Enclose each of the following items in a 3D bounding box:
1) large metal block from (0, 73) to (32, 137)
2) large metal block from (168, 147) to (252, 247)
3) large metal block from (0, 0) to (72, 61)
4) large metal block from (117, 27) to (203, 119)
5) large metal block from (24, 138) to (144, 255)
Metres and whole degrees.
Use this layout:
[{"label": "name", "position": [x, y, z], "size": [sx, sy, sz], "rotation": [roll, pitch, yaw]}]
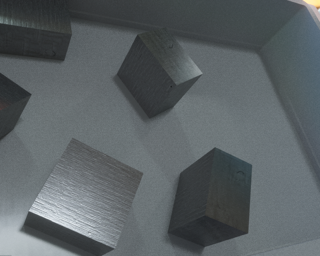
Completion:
[{"label": "large metal block", "position": [-0.184, -0.024, 0.285], "size": [0.080, 0.050, 0.080], "rotation": [36, 24, -5]}, {"label": "large metal block", "position": [0.057, 0.081, 0.353], "size": [0.050, 0.080, 0.080], "rotation": [26, 53, -13]}, {"label": "large metal block", "position": [-0.160, -0.136, 0.387], "size": [0.081, 0.050, 0.080], "rotation": [1, 61, -28]}, {"label": "large metal block", "position": [-0.003, -0.072, 0.414], "size": [0.050, 0.080, 0.080], "rotation": [-29, 78, -38]}, {"label": "large metal block", "position": [-0.074, 0.070, 0.308], "size": [0.080, 0.050, 0.080], "rotation": [29, 52, -11]}]
